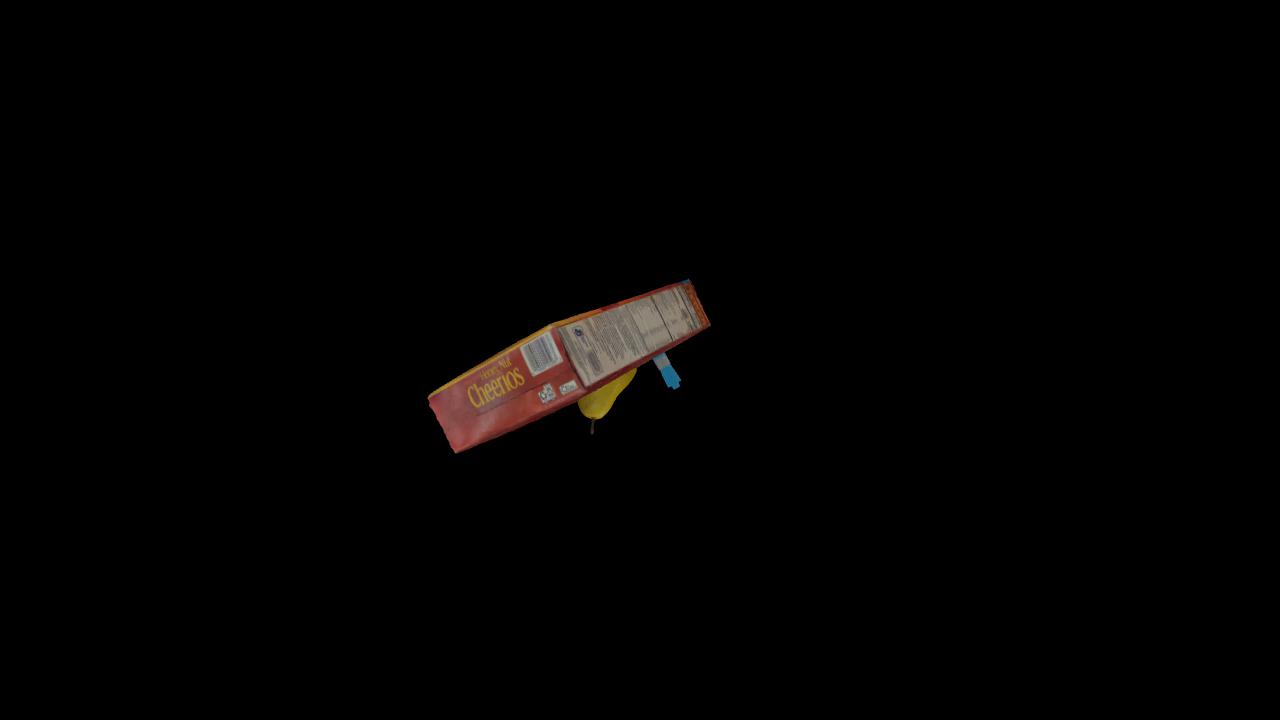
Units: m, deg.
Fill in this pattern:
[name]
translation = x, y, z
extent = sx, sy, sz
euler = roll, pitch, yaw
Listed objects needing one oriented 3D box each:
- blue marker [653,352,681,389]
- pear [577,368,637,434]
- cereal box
[blue marker]
translation = 0.016, -0.017, 0.765
extent = 0.020, 0.121, 0.020
euler = -28, -12, -7
[pear]
translation = -0.048, 0.029, 0.692
extent = 0.080, 0.111, 0.080
euler = 14, -10, 3
[cereal box]
translation = -0.067, -0.003, 0.729
extent = 0.203, 0.081, 0.306
euler = -26, 1, 33
